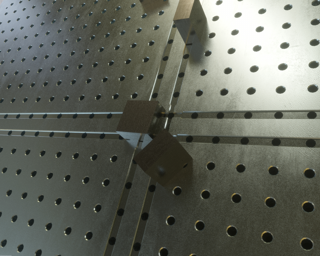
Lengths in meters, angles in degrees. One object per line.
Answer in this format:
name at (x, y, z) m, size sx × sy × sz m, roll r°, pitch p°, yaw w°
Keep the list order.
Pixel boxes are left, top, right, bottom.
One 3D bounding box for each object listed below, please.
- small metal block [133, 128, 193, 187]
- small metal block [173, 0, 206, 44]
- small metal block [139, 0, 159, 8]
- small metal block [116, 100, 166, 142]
small metal block at (0.005, 0.036, 0.367) m, size 0.050 × 0.050 × 0.025 m, roll -44°, pitch 51°, yaw -3°
small metal block at (0.046, -0.164, 0.468) m, size 0.025 × 0.050 × 0.050 m, roll 2°, pitch 63°, yaw 29°
small metal block at (-0.017, -0.259, 0.574) m, size 0.050 × 0.025 × 0.050 m, roll -21°, pitch 54°, yaw 15°
small metal block at (-0.026, -0.010, 0.427) m, size 0.050 × 0.025 × 0.050 m, roll 4°, pitch 64°, yaw 29°
